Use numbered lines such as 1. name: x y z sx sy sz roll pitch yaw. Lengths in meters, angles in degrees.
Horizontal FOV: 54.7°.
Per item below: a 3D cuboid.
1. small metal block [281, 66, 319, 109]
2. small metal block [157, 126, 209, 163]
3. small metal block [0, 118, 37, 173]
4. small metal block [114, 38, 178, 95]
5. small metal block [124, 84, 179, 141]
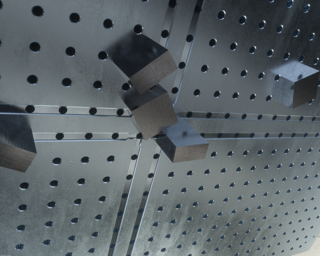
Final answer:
1. small metal block: 0.224 -0.065 0.496 0.050 0.025 0.050 -24 127 -14
2. small metal block: 0.031 0.021 0.427 0.050 0.050 0.025 -4 121 -27
3. small metal block: -0.159 0.015 0.318 0.050 0.050 0.025 27 104 -38
4. small metal block: -0.017 -0.070 0.344 0.050 0.050 0.025 -36 130 -4
5. small metal block: -0.010 -0.020 0.395 0.050 0.025 0.050 -30 129 -10
